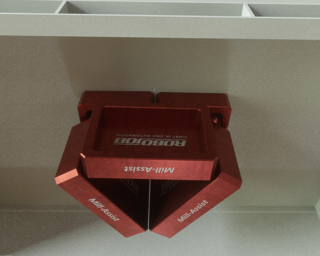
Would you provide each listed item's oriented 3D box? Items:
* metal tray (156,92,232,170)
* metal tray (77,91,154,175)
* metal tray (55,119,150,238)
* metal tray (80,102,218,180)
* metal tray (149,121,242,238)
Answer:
[{"bbox_3d":[0.039,0.015,0.417,0.091,0.030,0.129,1,129,-1],"label":"metal tray"},{"bbox_3d":[-0.053,0.013,0.415,0.091,0.030,0.129,0,129,0],"label":"metal tray"},{"bbox_3d":[-0.061,0.061,0.376,0.030,0.090,0.130,-25,126,20],"label":"metal tray"},{"bbox_3d":[-0.010,0.011,0.333,0.131,0.090,0.030,2,130,-1],"label":"metal tray"},{"bbox_3d":[0.036,0.064,0.378,0.030,0.090,0.129,29,125,-22],"label":"metal tray"}]
